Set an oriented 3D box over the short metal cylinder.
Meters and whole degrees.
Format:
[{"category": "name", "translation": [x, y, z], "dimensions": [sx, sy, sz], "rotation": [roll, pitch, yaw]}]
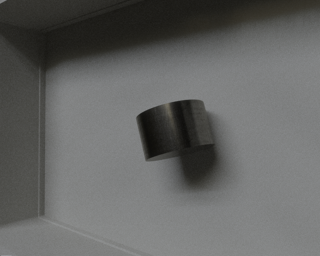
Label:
[{"category": "short metal cylinder", "translation": [0.017, 0.005, 0.355], "dimensions": [0.080, 0.081, 0.050], "rotation": [-21, 77, 37]}]
